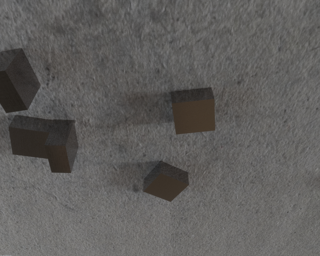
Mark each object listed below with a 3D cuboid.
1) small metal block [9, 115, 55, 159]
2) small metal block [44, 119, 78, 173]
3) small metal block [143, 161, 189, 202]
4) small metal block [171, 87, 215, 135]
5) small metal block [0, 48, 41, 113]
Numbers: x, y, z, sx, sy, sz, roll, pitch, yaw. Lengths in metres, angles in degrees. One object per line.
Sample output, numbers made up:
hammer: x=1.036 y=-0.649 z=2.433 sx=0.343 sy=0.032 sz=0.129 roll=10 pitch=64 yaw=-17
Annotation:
small metal block: x=-0.170 y=0.013 z=0.416 sx=0.050 sy=0.025 sz=0.050 roll=8 pitch=130 yaw=-8
small metal block: x=-0.128 y=0.024 z=0.409 sx=0.025 sy=0.050 sz=0.050 roll=2 pitch=130 yaw=-2
small metal block: x=0.009 y=0.083 z=0.478 sx=0.050 sy=0.025 sz=0.050 roll=25 pitch=125 yaw=-21
small metal block: x=0.042 y=-0.021 z=0.390 sx=0.050 sy=0.025 sz=0.050 roll=-6 pitch=130 yaw=4
small metal block: x=-0.162 y=-0.053 z=0.343 sx=0.025 sy=0.050 sz=0.050 roll=-8 pitch=130 yaw=6
